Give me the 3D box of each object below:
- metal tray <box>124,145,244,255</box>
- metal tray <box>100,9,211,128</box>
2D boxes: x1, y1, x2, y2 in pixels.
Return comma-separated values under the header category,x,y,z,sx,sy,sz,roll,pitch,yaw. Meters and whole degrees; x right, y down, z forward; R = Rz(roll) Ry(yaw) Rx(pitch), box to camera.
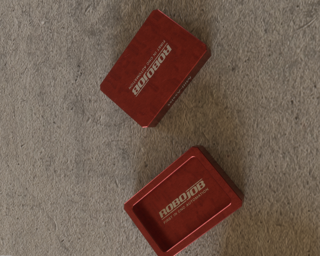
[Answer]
category,x,y,z,sx,sy,sz,roll,pitch,yaw
metal tray,0.029,0.095,0.396,0.130,0.030,0.090,-42,77,15
metal tray,-0.008,-0.076,0.409,0.090,0.030,0.130,41,103,15
